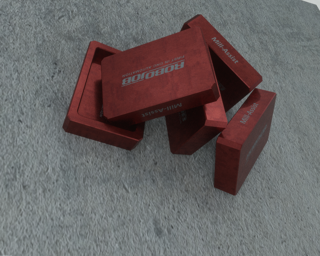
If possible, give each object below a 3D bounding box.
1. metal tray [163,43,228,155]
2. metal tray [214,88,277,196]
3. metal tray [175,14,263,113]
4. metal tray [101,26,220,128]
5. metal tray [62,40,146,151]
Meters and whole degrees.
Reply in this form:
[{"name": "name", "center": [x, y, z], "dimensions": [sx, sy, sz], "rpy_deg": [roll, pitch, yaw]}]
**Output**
[{"name": "metal tray", "center": [0.038, -0.040, 0.411], "dimensions": [0.030, 0.090, 0.130], "rpy_deg": [6, 60, -26]}, {"name": "metal tray", "center": [0.116, 0.016, 0.418], "dimensions": [0.030, 0.089, 0.131], "rpy_deg": [20, 45, 28]}, {"name": "metal tray", "center": [0.076, -0.091, 0.459], "dimensions": [0.030, 0.090, 0.130], "rpy_deg": [-41, 85, -25]}, {"name": "metal tray", "center": [-0.004, -0.059, 0.368], "dimensions": [0.130, 0.030, 0.090], "rpy_deg": [-15, 62, 13]}, {"name": "metal tray", "center": [-0.062, -0.044, 0.397], "dimensions": [0.091, 0.030, 0.130], "rpy_deg": [18, 54, -18]}]
